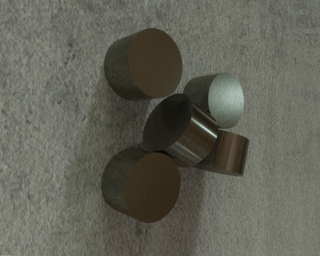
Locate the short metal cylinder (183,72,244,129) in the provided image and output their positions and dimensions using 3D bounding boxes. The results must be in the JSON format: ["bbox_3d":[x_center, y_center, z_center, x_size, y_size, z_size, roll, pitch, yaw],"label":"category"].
[{"bbox_3d":[0.079,-0.039,0.457,0.081,0.050,0.079,0,90,-40],"label":"short metal cylinder"}]

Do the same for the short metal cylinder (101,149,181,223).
[{"bbox_3d":[-0.022,0.067,0.371,0.081,0.050,0.079,-2,93,-39],"label":"short metal cylinder"}]

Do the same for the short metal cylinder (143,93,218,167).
[{"bbox_3d":[0.025,0.003,0.392,0.050,0.080,0.080,35,69,-35],"label":"short metal cylinder"}]

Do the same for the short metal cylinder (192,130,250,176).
[{"bbox_3d":[0.082,0.036,0.440,0.080,0.080,0.050,22,76,-38],"label":"short metal cylinder"}]

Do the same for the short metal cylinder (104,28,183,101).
[{"bbox_3d":[-0.019,-0.074,0.374,0.081,0.050,0.079,0,90,-40],"label":"short metal cylinder"}]
